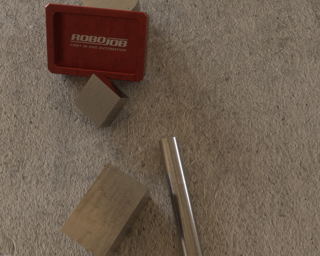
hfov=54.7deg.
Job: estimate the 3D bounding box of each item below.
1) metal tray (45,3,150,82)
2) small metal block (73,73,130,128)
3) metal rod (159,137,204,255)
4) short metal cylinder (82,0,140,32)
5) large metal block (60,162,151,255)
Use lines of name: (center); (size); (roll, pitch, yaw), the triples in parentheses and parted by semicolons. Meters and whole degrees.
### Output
metal tray: (-0.083, -0.115, 0.419); (0.131, 0.030, 0.089); (6, 111, 1)
small metal block: (-0.077, -0.036, 0.408); (0.050, 0.025, 0.050); (42, 107, 13)
metal rod: (0.039, 0.154, 0.352); (0.025, 0.025, 0.299); (-10, 70, -4)
short metal cylinder: (-0.070, -0.179, 0.459); (0.081, 0.050, 0.080); (0, 70, 0)
large metal block: (-0.054, 0.093, 0.344); (0.050, 0.080, 0.080); (31, 73, 10)
